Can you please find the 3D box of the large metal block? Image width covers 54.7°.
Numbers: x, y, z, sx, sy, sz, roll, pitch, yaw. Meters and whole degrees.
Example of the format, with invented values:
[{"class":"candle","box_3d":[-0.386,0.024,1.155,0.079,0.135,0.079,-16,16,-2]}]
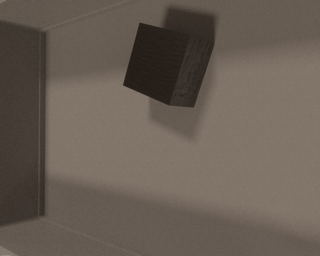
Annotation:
[{"class":"large metal block","box_3d":[0.009,-0.077,0.382,0.080,0.050,0.079,27,107,36]}]
